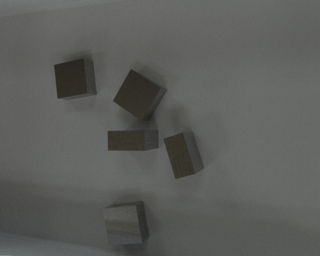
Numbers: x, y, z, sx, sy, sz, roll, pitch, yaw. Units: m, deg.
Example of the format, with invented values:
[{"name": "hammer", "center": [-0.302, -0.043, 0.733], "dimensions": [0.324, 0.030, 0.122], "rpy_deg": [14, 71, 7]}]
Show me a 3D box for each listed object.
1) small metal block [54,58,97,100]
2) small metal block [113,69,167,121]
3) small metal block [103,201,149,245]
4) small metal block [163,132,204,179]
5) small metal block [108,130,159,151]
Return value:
[{"name": "small metal block", "center": [-0.123, -0.070, 0.453], "dimensions": [0.050, 0.025, 0.050], "rpy_deg": [-7, 88, 19]}, {"name": "small metal block", "center": [-0.027, -0.044, 0.419], "dimensions": [0.050, 0.025, 0.050], "rpy_deg": [34, 101, 16]}, {"name": "small metal block", "center": [-0.047, 0.130, 0.426], "dimensions": [0.050, 0.025, 0.050], "rpy_deg": [-11, 86, 19]}, {"name": "small metal block", "center": [0.031, 0.033, 0.386], "dimensions": [0.025, 0.050, 0.050], "rpy_deg": [-18, 84, 19]}, {"name": "small metal block", "center": [-0.034, 0.016, 0.408], "dimensions": [0.050, 0.050, 0.025], "rpy_deg": [-1, 90, 19]}]
